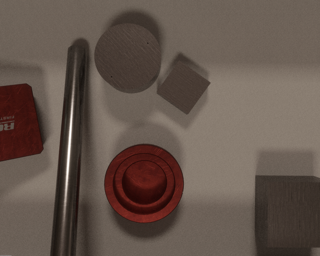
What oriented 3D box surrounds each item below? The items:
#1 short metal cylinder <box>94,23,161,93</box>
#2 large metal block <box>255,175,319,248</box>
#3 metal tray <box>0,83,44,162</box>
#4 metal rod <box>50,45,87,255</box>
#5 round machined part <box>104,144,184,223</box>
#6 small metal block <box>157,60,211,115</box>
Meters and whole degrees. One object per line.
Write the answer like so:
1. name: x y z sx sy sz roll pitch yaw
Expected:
1. short metal cylinder: -0.039 -0.087 0.398 0.081 0.050 0.079 0 90 -1
2. large metal block: 0.171 0.105 0.401 0.081 0.050 0.079 1 90 -1
3. metal tray: -0.219 -0.002 0.376 0.131 0.030 0.089 -11 99 -23
4. metal rod: -0.103 0.035 0.353 0.025 0.025 0.299 -3 67 0
5. round machined part: -0.020 0.069 0.403 0.099 0.042 0.097 0 90 -1
6. small metal block: 0.031 -0.053 0.412 0.050 0.025 0.050 35 90 -1
